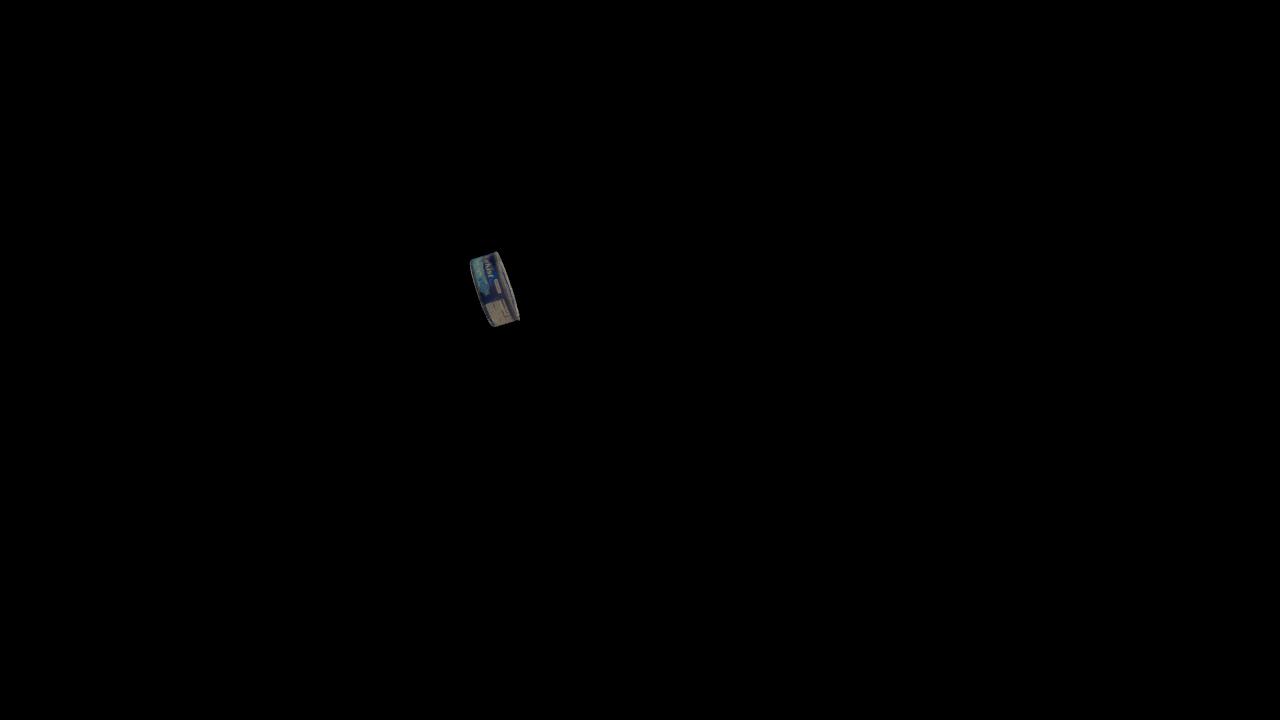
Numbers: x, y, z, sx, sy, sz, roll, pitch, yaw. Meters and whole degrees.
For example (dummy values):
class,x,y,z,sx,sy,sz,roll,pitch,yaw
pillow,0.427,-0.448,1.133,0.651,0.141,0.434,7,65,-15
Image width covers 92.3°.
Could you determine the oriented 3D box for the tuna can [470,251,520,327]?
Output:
class,x,y,z,sx,sy,sz,roll,pitch,yaw
tuna can,-0.169,-0.082,0.717,0.034,0.084,0.084,-18,2,-5
